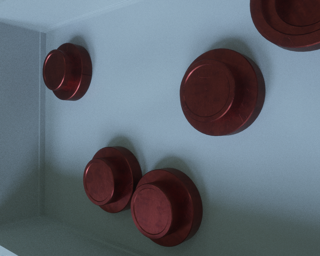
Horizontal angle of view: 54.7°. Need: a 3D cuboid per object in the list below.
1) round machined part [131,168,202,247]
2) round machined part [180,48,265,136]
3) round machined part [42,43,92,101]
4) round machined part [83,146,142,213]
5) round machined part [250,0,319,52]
[{"bbox_3d":[0.001,0.101,0.393,0.098,0.042,0.097,0,90,39],"label":"round machined part"},{"bbox_3d":[0.061,-0.040,0.344,0.098,0.042,0.097,0,90,39],"label":"round machined part"},{"bbox_3d":[-0.163,-0.096,0.527,0.098,0.042,0.097,0,90,39],"label":"round machined part"},{"bbox_3d":[-0.076,0.077,0.456,0.098,0.042,0.097,0,90,39],"label":"round machined part"},{"bbox_3d":[0.137,-0.118,0.282,0.098,0.042,0.097,0,90,39],"label":"round machined part"}]
